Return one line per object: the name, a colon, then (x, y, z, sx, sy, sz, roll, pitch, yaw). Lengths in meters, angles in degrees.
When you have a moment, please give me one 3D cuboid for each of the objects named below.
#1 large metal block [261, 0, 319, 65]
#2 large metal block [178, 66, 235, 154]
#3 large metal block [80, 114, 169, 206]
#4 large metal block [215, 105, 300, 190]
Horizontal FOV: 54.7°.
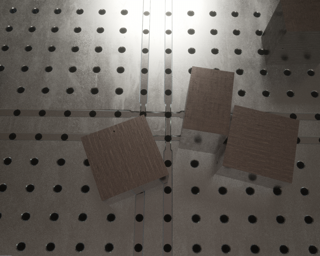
large metal block: (0.198, -0.131, 0.433, 0.081, 0.080, 0.050, -2, 70, -1)
large metal block: (0.056, -0.019, 0.390, 0.050, 0.080, 0.080, 9, 70, 3)
large metal block: (-0.042, 0.040, 0.383, 0.080, 0.050, 0.080, -21, 72, -8)
large metal block: (0.121, 0.025, 0.391, 0.080, 0.050, 0.080, 14, 71, 5)
